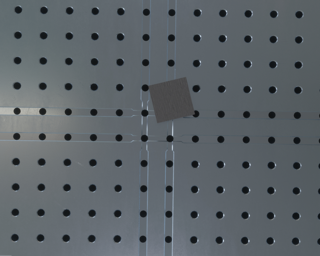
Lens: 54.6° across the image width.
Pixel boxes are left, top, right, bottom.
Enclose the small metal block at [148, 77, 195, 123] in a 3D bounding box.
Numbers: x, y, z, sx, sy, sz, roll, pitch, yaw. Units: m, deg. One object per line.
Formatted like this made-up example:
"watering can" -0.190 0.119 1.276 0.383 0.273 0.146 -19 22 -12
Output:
"small metal block" 0.015 -0.036 0.413 0.050 0.025 0.050 -13 90 0
